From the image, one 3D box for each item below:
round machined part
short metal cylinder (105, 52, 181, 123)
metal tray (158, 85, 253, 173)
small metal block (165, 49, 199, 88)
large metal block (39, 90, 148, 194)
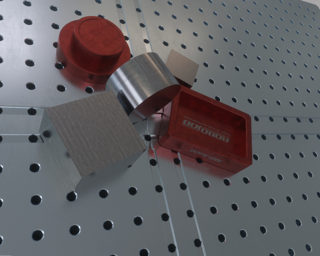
[{"bbox_3d":[-0.086,-0.112,0.419,0.099,0.042,0.098,14,56,-21],"label":"round machined part"},{"bbox_3d":[-0.021,-0.050,0.392,0.081,0.080,0.050,-26,76,-37],"label":"short metal cylinder"},{"bbox_3d":[0.068,0.001,0.440,0.131,0.030,0.090,21,54,-16],"label":"metal tray"},{"bbox_3d":[0.028,-0.086,0.476,0.050,0.025,0.050,28,52,-11],"label":"small metal block"},{"bbox_3d":[-0.075,0.013,0.344,0.081,0.050,0.080,-22,74,-36],"label":"large metal block"}]
